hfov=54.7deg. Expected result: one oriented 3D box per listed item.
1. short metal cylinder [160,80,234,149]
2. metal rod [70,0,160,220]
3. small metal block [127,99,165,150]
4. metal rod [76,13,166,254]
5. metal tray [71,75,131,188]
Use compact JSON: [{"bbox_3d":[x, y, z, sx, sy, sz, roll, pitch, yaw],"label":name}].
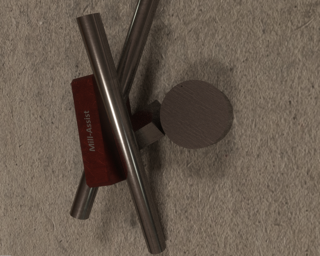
[{"bbox_3d":[0.046,-0.016,0.379,0.080,0.050,0.079,0,90,19],"label":"short metal cylinder"},{"bbox_3d":[-0.057,-0.029,0.388,0.025,0.025,0.298,20,94,18],"label":"metal rod"},{"bbox_3d":[-0.018,-0.002,0.395,0.050,0.050,0.025,-31,117,27],"label":"small metal block"},{"bbox_3d":[-0.039,0.021,0.365,0.025,0.025,0.298,-8,109,19],"label":"metal rod"},{"bbox_3d":[-0.066,0.003,0.396,0.030,0.090,0.129,-11,87,19],"label":"metal tray"}]
